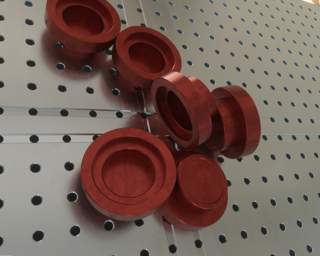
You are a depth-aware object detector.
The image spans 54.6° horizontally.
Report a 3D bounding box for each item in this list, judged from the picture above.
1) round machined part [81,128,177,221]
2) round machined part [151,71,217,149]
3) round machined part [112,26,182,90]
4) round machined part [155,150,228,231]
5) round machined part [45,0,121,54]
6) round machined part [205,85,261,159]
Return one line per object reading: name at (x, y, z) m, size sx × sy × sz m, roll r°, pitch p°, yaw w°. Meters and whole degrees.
round machined part at (-0.034, 0.052, 0.337) m, size 0.099 × 0.042 × 0.098 m, roll 5°, pitch 59°, yaw -8°
round machined part at (0.034, -0.026, 0.390) m, size 0.042 × 0.098 × 0.098 m, roll -29°, pitch 77°, yaw -21°
round machined part at (-0.022, -0.094, 0.443) m, size 0.099 × 0.042 × 0.098 m, roll 13°, pitch 56°, yaw -21°
round machined part at (0.042, 0.070, 0.377) m, size 0.099 × 0.042 × 0.098 m, roll 13°, pitch 56°, yaw -21°
round machined part at (-0.107, -0.141, 0.425) m, size 0.099 × 0.042 × 0.098 m, roll 13°, pitch 56°, yaw -21°
round machined part at (0.085, -0.006, 0.412) m, size 0.042 × 0.098 × 0.098 m, roll -12°, pitch 68°, yaw -19°
